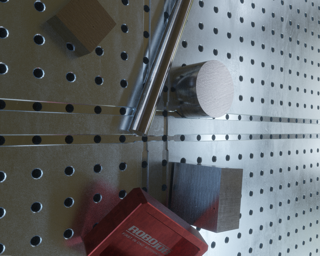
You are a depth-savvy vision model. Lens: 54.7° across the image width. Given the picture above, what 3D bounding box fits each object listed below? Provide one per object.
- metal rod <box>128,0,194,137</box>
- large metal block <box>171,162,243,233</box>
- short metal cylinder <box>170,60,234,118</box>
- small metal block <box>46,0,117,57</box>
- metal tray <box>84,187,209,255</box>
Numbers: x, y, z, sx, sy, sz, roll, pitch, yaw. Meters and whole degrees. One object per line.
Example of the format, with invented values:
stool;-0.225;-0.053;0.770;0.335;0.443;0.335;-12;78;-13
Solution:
metal rod;0.018;-0.131;0.426;0.025;0.025;0.299;30;71;-37
large metal block;0.063;0.091;0.427;0.050;0.080;0.080;9;84;-44
short metal cylinder;0.061;-0.054;0.447;0.081;0.050;0.079;0;91;-40
small metal block;-0.085;-0.116;0.339;0.050;0.025;0.050;48;61;-30
metal tray;-0.013;0.140;0.371;0.090;0.030;0.130;-45;122;1
